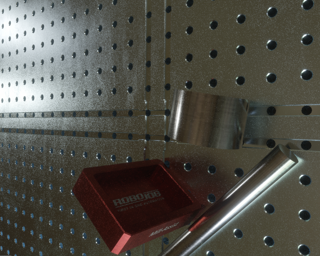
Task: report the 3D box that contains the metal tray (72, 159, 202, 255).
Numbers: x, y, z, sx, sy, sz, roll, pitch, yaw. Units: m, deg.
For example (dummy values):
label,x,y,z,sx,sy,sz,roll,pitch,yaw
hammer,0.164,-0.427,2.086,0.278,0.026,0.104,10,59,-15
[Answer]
label,x,y,z,sx,sy,sz,roll,pitch,yaw
metal tray,-0.022,0.081,0.357,0.090,0.131,0.030,46,118,30

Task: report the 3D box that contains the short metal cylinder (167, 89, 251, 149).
label,x,y,z,sx,sy,sz,roll,pitch,yaw
short metal cylinder,0.051,-0.011,0.330,0.080,0.081,0.050,14,99,39

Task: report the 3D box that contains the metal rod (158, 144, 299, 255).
label,x,y,z,sx,sy,sz,roll,pitch,yaw
metal rod,0.043,0.129,0.372,0.298,0.025,0.025,-51,60,27
